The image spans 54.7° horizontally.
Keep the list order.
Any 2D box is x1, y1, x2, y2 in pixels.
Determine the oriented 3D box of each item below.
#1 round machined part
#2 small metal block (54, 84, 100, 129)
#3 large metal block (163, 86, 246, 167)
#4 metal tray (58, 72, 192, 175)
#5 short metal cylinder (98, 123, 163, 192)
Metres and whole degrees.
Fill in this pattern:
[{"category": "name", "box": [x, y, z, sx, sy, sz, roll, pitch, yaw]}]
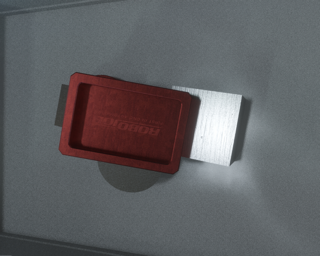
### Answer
[{"category": "round machined part", "box": [-0.084, -0.025, 0.428, 0.098, 0.042, 0.097, 0, 90, 19]}, {"category": "small metal block", "box": [-0.100, -0.025, 0.385, 0.025, 0.050, 0.050, 13, 95, 19]}, {"category": "large metal block", "box": [0.054, -0.004, 0.375, 0.080, 0.050, 0.079, 11, 94, 19]}, {"category": "metal tray", "box": [-0.037, -0.006, 0.343, 0.131, 0.030, 0.089, 10, 94, 0]}, {"category": "short metal cylinder", "box": [-0.032, 0.034, 0.394, 0.080, 0.050, 0.079, 2, 103, 7]}]
